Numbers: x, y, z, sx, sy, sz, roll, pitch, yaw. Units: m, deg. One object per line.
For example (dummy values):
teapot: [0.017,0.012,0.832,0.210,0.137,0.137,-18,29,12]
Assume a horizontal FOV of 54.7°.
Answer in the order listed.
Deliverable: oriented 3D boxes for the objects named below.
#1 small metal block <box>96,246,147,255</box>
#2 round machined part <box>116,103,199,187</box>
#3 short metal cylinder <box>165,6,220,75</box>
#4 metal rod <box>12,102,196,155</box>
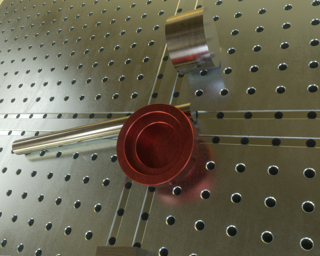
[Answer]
small metal block: [-0.044,0.156,0.334,0.050,0.025,0.050,-9,58,23]
round machined part: [0.000,0.023,0.374,0.098,0.042,0.098,-8,70,22]
short metal cylinder: [0.046,-0.117,0.419,0.050,0.080,0.080,-8,58,24]
metal rod: [-0.095,0.006,0.452,0.301,0.025,0.025,-11,57,21]
